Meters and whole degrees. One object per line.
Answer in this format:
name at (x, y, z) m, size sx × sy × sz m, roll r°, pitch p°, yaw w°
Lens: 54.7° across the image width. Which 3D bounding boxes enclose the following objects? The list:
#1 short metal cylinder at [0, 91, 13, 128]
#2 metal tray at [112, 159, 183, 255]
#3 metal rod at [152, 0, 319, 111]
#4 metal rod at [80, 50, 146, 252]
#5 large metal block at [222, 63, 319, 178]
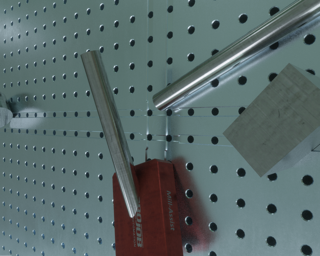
short metal cylinder at (-0.376, -0.039, 0.684) m, size 0.080 × 0.081 × 0.050 m, roll -46°, pitch 63°, yaw 30°
metal tray at (-0.020, 0.114, 0.405) m, size 0.090 × 0.030 × 0.130 m, roll -23°, pitch 63°, yaw 37°
metal rod at (0.105, -0.094, 0.322) m, size 0.299 × 0.025 × 0.025 m, roll -30°, pitch 72°, yaw 36°
metal rod at (-0.047, 0.049, 0.402) m, size 0.025 × 0.025 × 0.298 m, roll -12°, pitch 97°, yaw 39°
large metal block at (0.117, -0.005, 0.277) m, size 0.080 × 0.081 × 0.050 m, roll -52°, pitch 60°, yaw 27°
